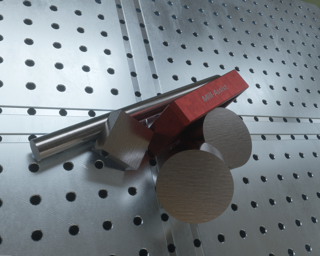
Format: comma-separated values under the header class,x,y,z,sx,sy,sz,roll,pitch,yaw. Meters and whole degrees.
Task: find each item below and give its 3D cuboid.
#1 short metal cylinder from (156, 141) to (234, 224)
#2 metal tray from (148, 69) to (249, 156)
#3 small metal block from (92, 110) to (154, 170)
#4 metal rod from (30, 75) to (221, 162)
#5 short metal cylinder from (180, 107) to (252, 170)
class,x,y,z,sx,sy,sz,roll,pitch,yaw
short metal cylinder,0.038,0.058,0.345,0.080,0.080,0.050,40,9,-1
metal tray,0.046,-0.021,0.399,0.131,0.090,0.030,-30,79,-38
small metal block,-0.041,0.015,0.356,0.050,0.025,0.050,36,65,-29
metal rod,-0.017,-0.025,0.409,0.302,0.025,0.025,-24,75,-36
short metal cylinder,0.074,0.019,0.409,0.081,0.050,0.080,13,64,-28
